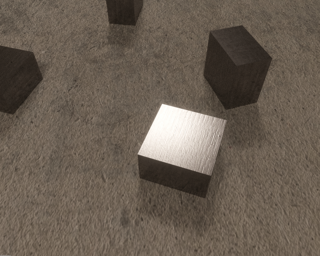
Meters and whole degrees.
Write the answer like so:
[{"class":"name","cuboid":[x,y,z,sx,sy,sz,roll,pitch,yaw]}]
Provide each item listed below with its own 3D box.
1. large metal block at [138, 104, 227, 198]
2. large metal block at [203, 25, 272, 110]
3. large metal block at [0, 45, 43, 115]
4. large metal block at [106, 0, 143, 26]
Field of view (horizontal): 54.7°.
[{"class":"large metal block","cuboid":[0.027,0.025,0.366,0.080,0.050,0.080,15,52,12]},{"class":"large metal block","cuboid":[0.106,-0.086,0.441,0.050,0.080,0.080,-14,52,-12]},{"class":"large metal block","cuboid":[-0.232,-0.073,0.445,0.080,0.050,0.080,13,51,10]},{"class":"large metal block","cuboid":[-0.065,-0.250,0.577,0.050,0.080,0.080,7,50,5]}]
